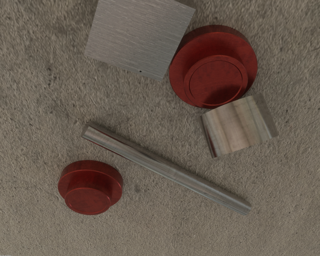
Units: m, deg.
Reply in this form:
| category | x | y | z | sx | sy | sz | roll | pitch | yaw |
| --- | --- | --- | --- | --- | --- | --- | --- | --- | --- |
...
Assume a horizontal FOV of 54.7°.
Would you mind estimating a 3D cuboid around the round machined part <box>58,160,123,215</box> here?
| category | x | y | z | sx | sy | sz | roll | pitch | yaw |
| --- | --- | --- | --- | --- | --- | --- | --- | --- | --- |
| round machined part | -0.108 | 0.098 | 0.479 | 0.099 | 0.042 | 0.097 | 0 | 130 | 0 |

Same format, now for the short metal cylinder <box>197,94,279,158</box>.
| category | x | y | z | sx | sy | sz | roll | pitch | yaw |
| --- | --- | --- | --- | --- | --- | --- | --- | --- | --- |
| short metal cylinder | 0.090 | -0.001 | 0.363 | 0.080 | 0.050 | 0.080 | -19 | 173 | -2 |

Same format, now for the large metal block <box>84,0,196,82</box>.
| category | x | y | z | sx | sy | sz | roll | pitch | yaw |
| --- | --- | --- | --- | --- | --- | --- | --- | --- | --- |
| large metal block | -0.021 | -0.103 | 0.303 | 0.081 | 0.050 | 0.079 | 17 | 128 | -14 |

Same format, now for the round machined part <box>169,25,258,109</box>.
| category | x | y | z | sx | sy | sz | roll | pitch | yaw |
| --- | --- | --- | --- | --- | --- | --- | --- | --- | --- |
| round machined part | 0.060 | -0.060 | 0.346 | 0.099 | 0.042 | 0.097 | 0 | 130 | 0 |

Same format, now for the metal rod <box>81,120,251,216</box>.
| category | x | y | z | sx | sy | sz | roll | pitch | yaw |
| --- | --- | --- | --- | --- | --- | --- | --- | --- | --- |
| metal rod | 0.023 | 0.068 | 0.465 | 0.301 | 0.025 | 0.025 | 29 | 124 | -23 |
